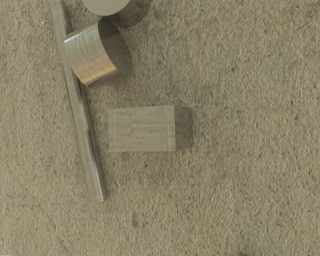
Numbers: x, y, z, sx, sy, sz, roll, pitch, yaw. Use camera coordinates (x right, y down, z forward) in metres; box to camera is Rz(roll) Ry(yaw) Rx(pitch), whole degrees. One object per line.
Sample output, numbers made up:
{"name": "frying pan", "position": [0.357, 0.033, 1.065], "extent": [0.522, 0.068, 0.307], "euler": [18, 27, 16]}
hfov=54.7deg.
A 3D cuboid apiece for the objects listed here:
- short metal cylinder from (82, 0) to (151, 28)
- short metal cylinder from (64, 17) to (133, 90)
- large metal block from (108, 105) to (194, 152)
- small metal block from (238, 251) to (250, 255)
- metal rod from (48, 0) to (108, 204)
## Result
{"name": "short metal cylinder", "position": [-0.058, -0.182, 0.416], "extent": [0.080, 0.050, 0.080], "euler": [0, 89, 19]}
{"name": "short metal cylinder", "position": [-0.078, -0.097, 0.407], "extent": [0.050, 0.080, 0.080], "euler": [-20, 84, 19]}
{"name": "large metal block", "position": [-0.008, 0.001, 0.383], "extent": [0.080, 0.080, 0.050], "euler": [-2, 89, 20]}
{"name": "small metal block", "position": [0.110, 0.174, 0.357], "extent": [0.050, 0.050, 0.025], "euler": [18, 96, 19]}
{"name": "metal rod", "position": [-0.120, -0.041, 0.451], "extent": [0.025, 0.025, 0.298], "euler": [-15, 85, 19]}
